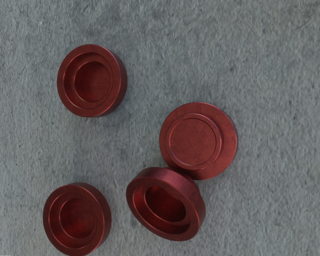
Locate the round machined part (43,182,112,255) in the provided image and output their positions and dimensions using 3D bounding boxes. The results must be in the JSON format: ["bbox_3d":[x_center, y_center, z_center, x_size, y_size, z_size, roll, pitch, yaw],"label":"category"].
[{"bbox_3d":[-0.112,0.125,0.438,0.098,0.042,0.097,0,90,19],"label":"round machined part"}]

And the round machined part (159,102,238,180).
[{"bbox_3d":[0.045,0.016,0.384,0.098,0.042,0.097,0,90,19],"label":"round machined part"}]

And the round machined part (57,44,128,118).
[{"bbox_3d":[-0.089,-0.063,0.430,0.098,0.042,0.097,0,90,19],"label":"round machined part"}]

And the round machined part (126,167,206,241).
[{"bbox_3d":[0.011,0.087,0.381,0.098,0.042,0.097,16,126,24],"label":"round machined part"}]
